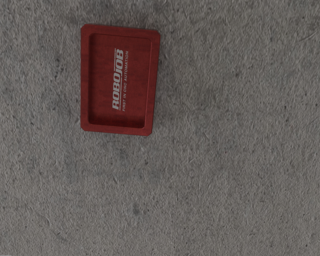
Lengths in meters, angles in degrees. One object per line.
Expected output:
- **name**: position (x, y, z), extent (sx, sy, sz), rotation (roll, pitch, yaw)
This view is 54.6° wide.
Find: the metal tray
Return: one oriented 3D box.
- **metal tray**: position (-0.050, -0.058, 0.385), extent (0.091, 0.030, 0.129), rotation (5, 110, -2)
